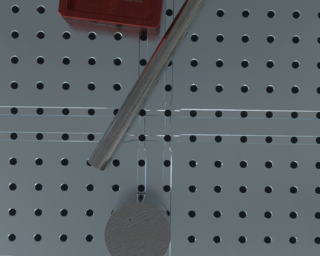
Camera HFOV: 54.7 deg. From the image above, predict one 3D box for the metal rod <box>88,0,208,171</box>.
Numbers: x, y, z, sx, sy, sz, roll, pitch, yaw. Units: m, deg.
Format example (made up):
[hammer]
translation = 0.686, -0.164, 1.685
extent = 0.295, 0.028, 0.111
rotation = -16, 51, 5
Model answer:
[metal rod]
translation = -0.008, -0.078, 0.413
extent = 0.025, 0.025, 0.299
rotation = 31, 90, -1

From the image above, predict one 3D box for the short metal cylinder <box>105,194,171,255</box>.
[short metal cylinder]
translation = -0.027, 0.130, 0.401
extent = 0.081, 0.050, 0.079
rotation = 0, 90, -1

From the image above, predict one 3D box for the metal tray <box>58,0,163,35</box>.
[metal tray]
translation = -0.060, -0.179, 0.409
extent = 0.131, 0.030, 0.089
rotation = 7, 90, -1
